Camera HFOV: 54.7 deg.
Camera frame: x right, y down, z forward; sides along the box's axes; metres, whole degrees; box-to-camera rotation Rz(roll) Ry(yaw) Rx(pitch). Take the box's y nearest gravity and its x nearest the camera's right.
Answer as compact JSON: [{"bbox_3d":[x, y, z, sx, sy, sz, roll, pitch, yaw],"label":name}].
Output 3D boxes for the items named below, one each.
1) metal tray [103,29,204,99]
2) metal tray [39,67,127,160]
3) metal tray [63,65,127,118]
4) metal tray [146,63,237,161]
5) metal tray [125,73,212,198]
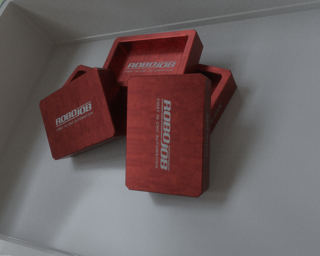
[{"bbox_3d":[-0.015,-0.084,0.420,0.130,0.030,0.090,4,63,29],"label":"metal tray"},{"bbox_3d":[-0.106,-0.016,0.420,0.130,0.030,0.090,-21,82,34],"label":"metal tray"},{"bbox_3d":[-0.102,-0.043,0.476,0.130,0.030,0.090,21,73,35],"label":"metal tray"},{"bbox_3d":[0.029,-0.023,0.398,0.090,0.030,0.130,21,73,35],"label":"metal tray"},{"bbox_3d":[0.009,0.007,0.349,0.090,0.030,0.129,2,91,22],"label":"metal tray"}]
